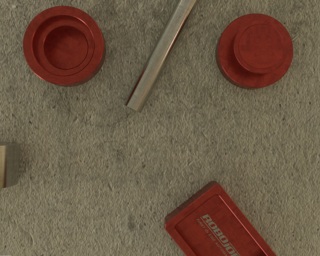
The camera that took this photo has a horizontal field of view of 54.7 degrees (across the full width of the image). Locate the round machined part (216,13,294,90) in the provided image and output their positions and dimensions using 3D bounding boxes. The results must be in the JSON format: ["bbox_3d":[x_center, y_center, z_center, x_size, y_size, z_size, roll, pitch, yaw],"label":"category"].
[{"bbox_3d":[0.125,-0.101,0.403,0.099,0.042,0.097,0,90,-1],"label":"round machined part"}]

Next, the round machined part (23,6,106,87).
[{"bbox_3d":[-0.119,-0.102,0.400,0.099,0.042,0.097,0,90,-1],"label":"round machined part"}]

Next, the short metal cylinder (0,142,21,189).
[{"bbox_3d":[-0.217,0.043,0.380,0.081,0.080,0.050,3,90,-1],"label":"short metal cylinder"}]

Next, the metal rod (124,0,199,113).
[{"bbox_3d":[0.032,-0.158,0.410,0.025,0.025,0.299,27,90,-1],"label":"metal rod"}]

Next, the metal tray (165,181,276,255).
[{"bbox_3d":[0.079,0.147,0.408,0.090,0.030,0.130,-38,91,-1],"label":"metal tray"}]
